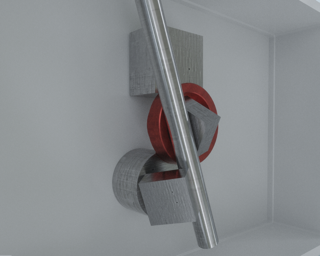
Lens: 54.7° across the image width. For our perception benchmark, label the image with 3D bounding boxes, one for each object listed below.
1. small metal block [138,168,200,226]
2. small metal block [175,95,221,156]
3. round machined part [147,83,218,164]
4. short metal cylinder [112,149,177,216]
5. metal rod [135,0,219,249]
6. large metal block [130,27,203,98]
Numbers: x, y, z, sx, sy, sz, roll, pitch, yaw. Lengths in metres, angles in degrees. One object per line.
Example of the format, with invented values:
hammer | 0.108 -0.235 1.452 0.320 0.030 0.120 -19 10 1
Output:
small metal block | 0.011 0.074 0.331 0.025 0.050 0.050 -47 124 -69
small metal block | 0.036 -0.002 0.358 0.025 0.050 0.050 -25 141 -41
round machined part | 0.023 -0.004 0.377 0.099 0.042 0.097 0 90 -40
short metal cylinder | -0.011 0.066 0.382 0.081 0.050 0.079 0 90 -40
metal rod | 0.019 -0.007 0.332 0.025 0.025 0.298 -25 106 -38
large metal block | 0.009 -0.080 0.396 0.081 0.050 0.079 0 90 -40
